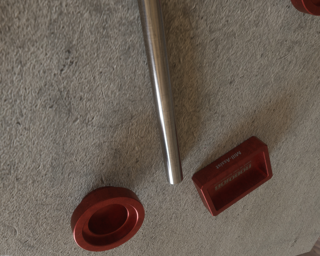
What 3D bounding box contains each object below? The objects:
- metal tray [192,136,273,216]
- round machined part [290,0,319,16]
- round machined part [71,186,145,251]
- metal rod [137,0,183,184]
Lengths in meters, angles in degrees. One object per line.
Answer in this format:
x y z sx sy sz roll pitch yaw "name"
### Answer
0.126 0.083 0.525 0.131 0.030 0.090 -32 129 -8 "metal tray"
0.198 -0.195 0.386 0.099 0.042 0.097 -14 125 -21 "round machined part"
-0.074 0.120 0.431 0.099 0.042 0.097 -14 125 -21 "round machined part"
0.003 -0.045 0.382 0.025 0.025 0.298 -21 127 -16 "metal rod"
